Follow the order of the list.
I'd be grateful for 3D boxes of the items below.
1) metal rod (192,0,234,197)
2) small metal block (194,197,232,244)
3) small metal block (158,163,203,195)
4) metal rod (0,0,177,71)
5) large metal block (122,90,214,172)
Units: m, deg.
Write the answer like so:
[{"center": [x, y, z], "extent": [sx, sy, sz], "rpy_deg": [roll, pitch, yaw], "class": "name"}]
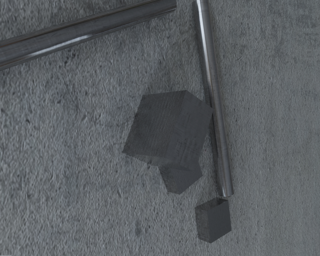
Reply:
[{"center": [0.083, -0.041, 0.476], "extent": [0.025, 0.025, 0.298], "rpy_deg": [-16, 100, -39], "class": "metal rod"}, {"center": [0.082, 0.141, 0.477], "extent": [0.050, 0.025, 0.050], "rpy_deg": [-13, 98, -40], "class": "small metal block"}, {"center": [0.028, 0.056, 0.431], "extent": [0.050, 0.025, 0.050], "rpy_deg": [-31, 110, -36], "class": "small metal block"}, {"center": [-0.090, -0.101, 0.329], "extent": [0.302, 0.025, 0.025], "rpy_deg": [-33, 111, -35], "class": "metal rod"}, {"center": [0.009, 0.004, 0.378], "extent": [0.050, 0.080, 0.080], "rpy_deg": [30, 72, -37], "class": "large metal block"}]
